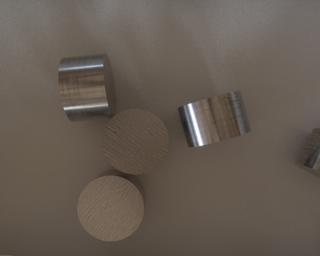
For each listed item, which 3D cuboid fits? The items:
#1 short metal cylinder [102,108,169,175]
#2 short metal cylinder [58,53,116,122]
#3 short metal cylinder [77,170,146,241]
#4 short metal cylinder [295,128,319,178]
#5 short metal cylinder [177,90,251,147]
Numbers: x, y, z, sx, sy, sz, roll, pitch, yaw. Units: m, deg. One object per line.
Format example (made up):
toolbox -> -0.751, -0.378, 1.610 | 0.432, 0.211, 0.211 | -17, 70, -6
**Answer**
short metal cylinder -> -0.030, 0.016, 0.397 | 0.081, 0.050, 0.079 | 0, 91, -3
short metal cylinder -> -0.087, -0.050, 0.383 | 0.050, 0.080, 0.080 | -6, 90, 0
short metal cylinder -> -0.059, 0.097, 0.398 | 0.081, 0.050, 0.080 | 0, 90, 0
short metal cylinder -> 0.219, 0.041, 0.385 | 0.080, 0.080, 0.050 | 27, 90, 0
short metal cylinder -> 0.067, -0.011, 0.384 | 0.080, 0.080, 0.050 | -15, 90, 0
